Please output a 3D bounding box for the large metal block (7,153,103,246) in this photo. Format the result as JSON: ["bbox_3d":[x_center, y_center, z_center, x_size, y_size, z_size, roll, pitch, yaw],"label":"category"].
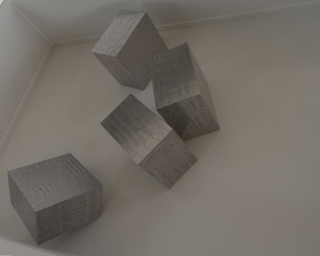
[{"bbox_3d":[-0.127,0.081,0.378,0.081,0.050,0.080,-17,37,-40],"label":"large metal block"}]

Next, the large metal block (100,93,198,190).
[{"bbox_3d":[-0.012,0.017,0.365,0.050,0.080,0.080,-46,51,-4],"label":"large metal block"}]

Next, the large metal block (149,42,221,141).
[{"bbox_3d":[0.030,-0.042,0.379,0.050,0.080,0.080,-20,54,16],"label":"large metal block"}]

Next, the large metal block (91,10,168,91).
[{"bbox_3d":[-0.041,-0.115,0.461,0.050,0.080,0.080,19,72,35],"label":"large metal block"}]
